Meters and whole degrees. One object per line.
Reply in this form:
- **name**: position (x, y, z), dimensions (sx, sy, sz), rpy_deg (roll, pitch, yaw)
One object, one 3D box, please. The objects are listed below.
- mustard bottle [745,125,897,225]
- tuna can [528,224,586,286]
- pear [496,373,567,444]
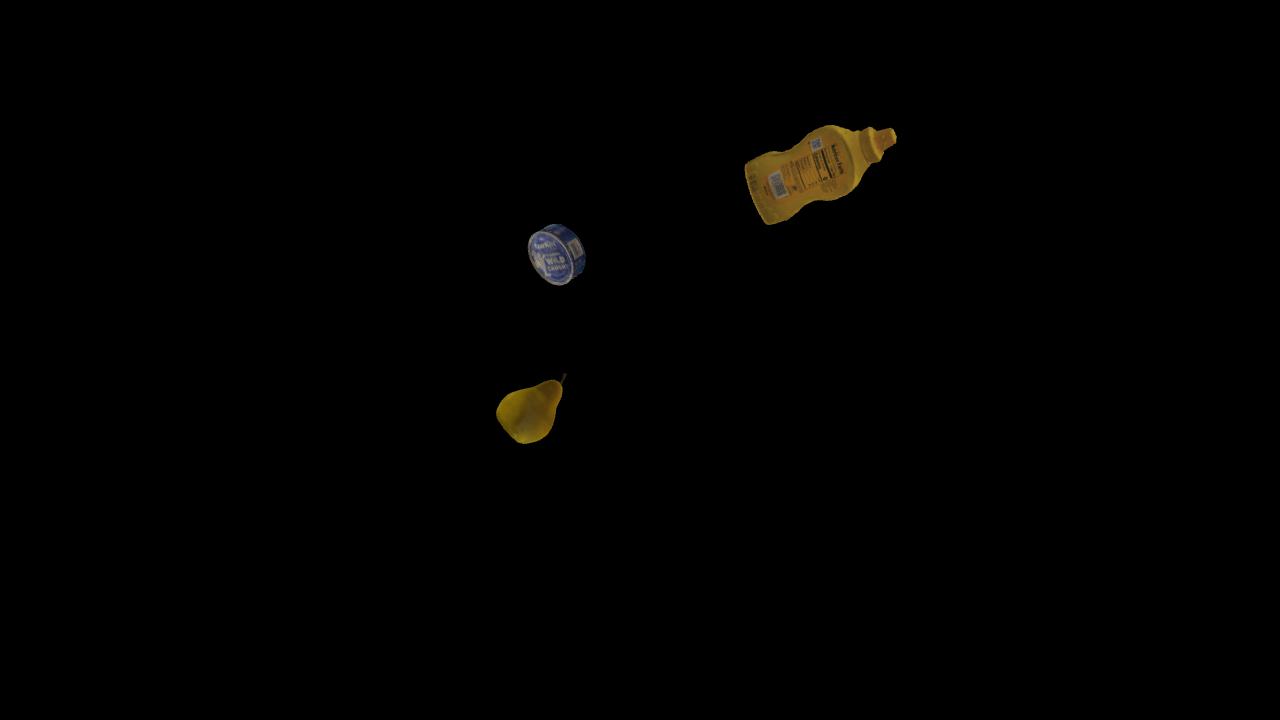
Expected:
- **mustard bottle**: position (0.228, -0.242, 0.771), dimensions (0.184, 0.092, 0.054), rpy_deg (-16, 5, 38)
- **tuna can**: position (-0.119, -0.152, 0.885), dimensions (0.084, 0.084, 0.034), rpy_deg (0, 32, 41)
- **pear**: position (-0.132, 0.059, 0.812), dimensions (0.111, 0.080, 0.080), rpy_deg (-40, 12, -15)
